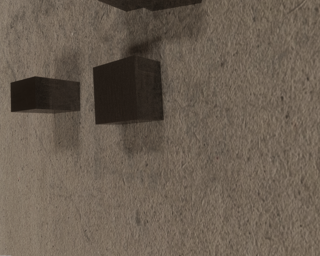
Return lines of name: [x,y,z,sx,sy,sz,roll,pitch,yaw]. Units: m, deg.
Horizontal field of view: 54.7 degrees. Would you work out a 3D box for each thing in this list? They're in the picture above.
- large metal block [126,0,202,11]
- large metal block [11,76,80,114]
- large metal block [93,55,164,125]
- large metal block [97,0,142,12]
large metal block: [0.007,-0.196,0.381,0.080,0.050,0.079,8,95,39]
large metal block: [-0.194,-0.053,0.526,0.080,0.081,0.050,-2,89,39]
large metal block: [-0.044,-0.047,0.423,0.080,0.050,0.080,-5,87,39]
large metal block: [-0.054,-0.210,0.412,0.050,0.081,0.079,5,93,39]
